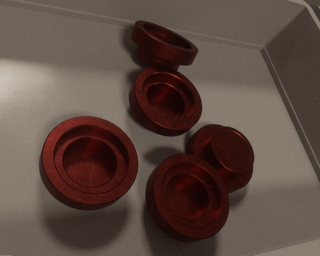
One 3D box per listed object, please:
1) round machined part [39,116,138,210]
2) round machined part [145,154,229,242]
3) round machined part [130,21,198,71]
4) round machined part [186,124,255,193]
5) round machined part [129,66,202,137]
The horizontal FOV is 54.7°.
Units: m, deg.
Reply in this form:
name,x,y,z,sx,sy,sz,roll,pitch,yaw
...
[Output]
name,x,y,z,sx,sy,sz,roll,pitch,yaw
round machined part,-0.077,0.040,0.330,0.099,0.042,0.098,14,56,-21
round machined part,0.028,0.083,0.361,0.099,0.042,0.098,14,56,-21
round machined part,0.003,-0.115,0.452,0.099,0.042,0.098,21,28,-11
round machined part,0.088,0.037,0.422,0.099,0.042,0.098,14,56,-21
round machined part,0.004,-0.032,0.417,0.099,0.042,0.098,13,57,-21
